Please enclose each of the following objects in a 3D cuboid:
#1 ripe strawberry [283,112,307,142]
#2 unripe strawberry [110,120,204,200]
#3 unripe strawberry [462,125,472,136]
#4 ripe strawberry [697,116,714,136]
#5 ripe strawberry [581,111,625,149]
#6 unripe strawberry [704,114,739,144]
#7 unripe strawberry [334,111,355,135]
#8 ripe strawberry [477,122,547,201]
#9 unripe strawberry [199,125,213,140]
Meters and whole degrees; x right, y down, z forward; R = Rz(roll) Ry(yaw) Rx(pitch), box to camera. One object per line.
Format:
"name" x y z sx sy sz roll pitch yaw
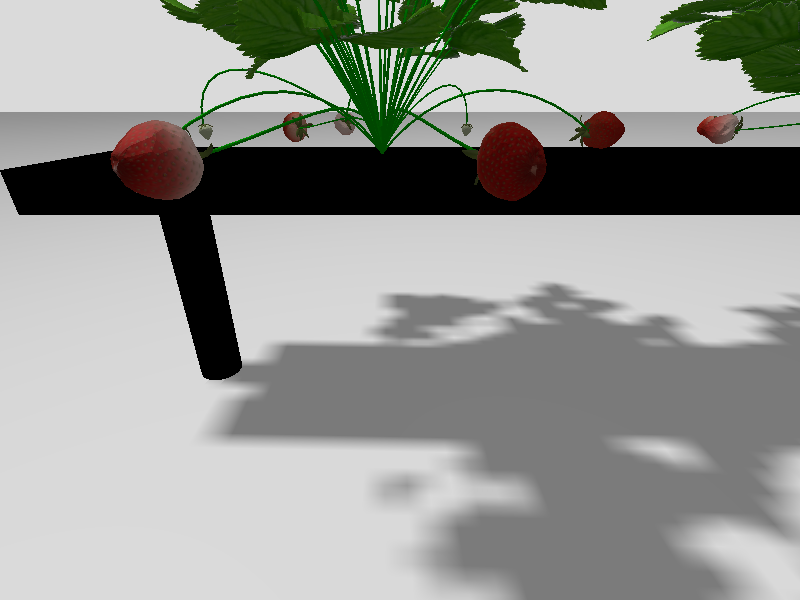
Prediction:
"ripe strawberry" -0.110 -0.180 0.417 0.025 0.029 0.027 -22 34 -37
"unripe strawberry" -0.105 -0.059 0.173 0.032 0.033 0.034 13 30 25
"unripe strawberry" 0.073 -0.186 0.439 0.010 0.011 0.011 17 31 31
"ripe strawberry" 0.367 -0.207 0.478 0.019 0.022 0.021 -10 2 -19
"ripe strawberry" 0.176 -0.147 0.347 0.035 0.030 0.035 -3 27 -7
"unripe strawberry" 0.318 -0.170 0.398 0.026 0.027 0.024 17 31 31
"unripe strawberry" -0.070 -0.223 0.507 0.027 0.028 0.029 -7 15 -14
"ripe strawberry" 0.046 -0.056 0.165 0.027 0.031 0.030 -9 28 -17
"unripe strawberry" -0.174 -0.151 0.360 0.011 0.012 0.011 6 27 12
